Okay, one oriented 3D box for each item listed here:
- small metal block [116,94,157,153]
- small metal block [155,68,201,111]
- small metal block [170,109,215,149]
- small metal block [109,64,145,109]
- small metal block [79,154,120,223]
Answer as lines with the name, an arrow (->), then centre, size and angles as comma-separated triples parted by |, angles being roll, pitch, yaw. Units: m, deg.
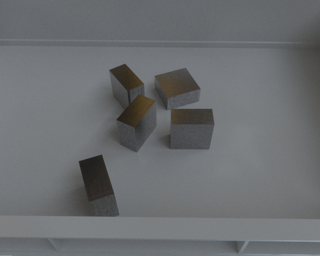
small metal block -> -0.028, -0.006, 0.393 | 0.025, 0.050, 0.050 | 23, 54, 18
small metal block -> 0.025, -0.058, 0.454 | 0.050, 0.025, 0.050 | -17, 52, -14
small metal block -> 0.038, 0.002, 0.387 | 0.050, 0.050, 0.025 | 0, 50, 0
small metal block -> -0.045, -0.053, 0.433 | 0.025, 0.050, 0.050 | -27, 55, -21
small metal block -> -0.065, 0.065, 0.333 | 0.025, 0.050, 0.050 | -16, 52, -13
